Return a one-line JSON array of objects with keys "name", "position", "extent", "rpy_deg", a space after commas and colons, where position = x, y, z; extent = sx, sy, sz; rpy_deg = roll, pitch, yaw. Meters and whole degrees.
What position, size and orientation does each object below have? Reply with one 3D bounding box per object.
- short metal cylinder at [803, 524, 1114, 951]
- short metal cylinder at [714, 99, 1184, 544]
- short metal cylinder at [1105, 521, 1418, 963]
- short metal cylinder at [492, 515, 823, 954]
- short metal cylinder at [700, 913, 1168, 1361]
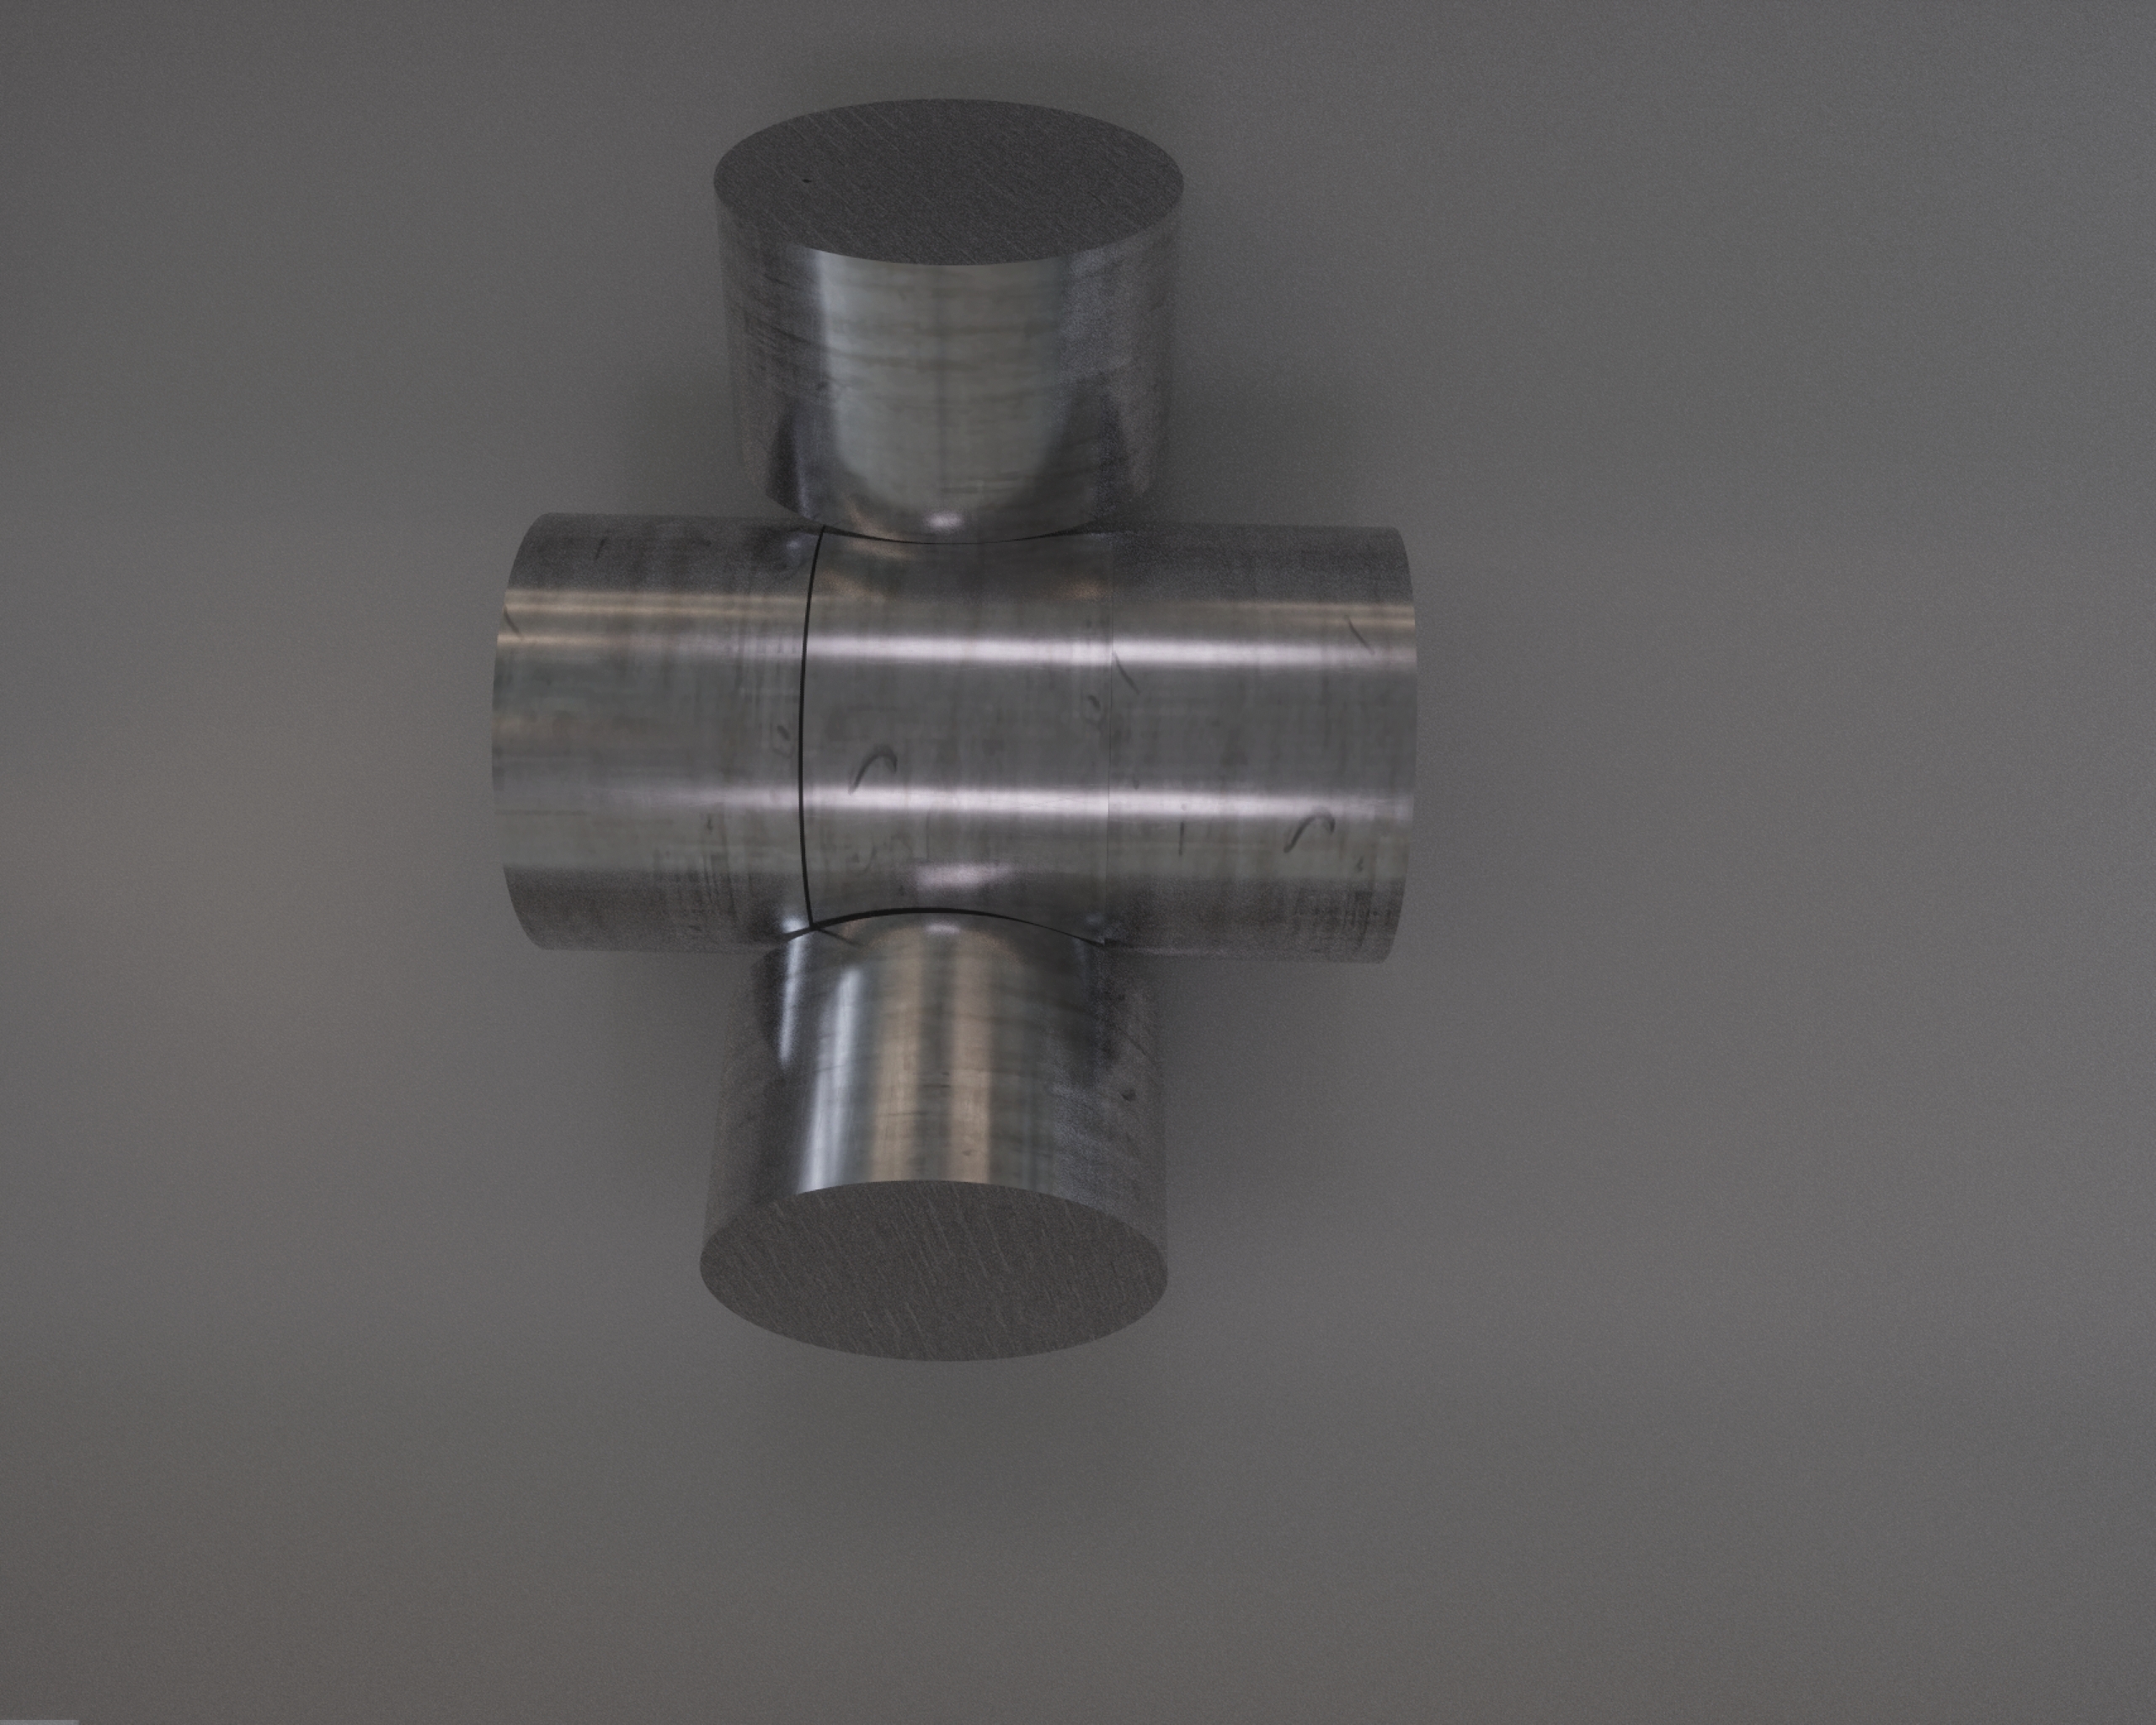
[{"name": "short metal cylinder", "position": [-0.020, -0.023, 0.382], "extent": [0.050, 0.080, 0.080], "rpy_deg": [1, 90, 0]}, {"name": "short metal cylinder", "position": [-0.023, -0.099, 0.375], "extent": [0.081, 0.080, 0.050], "rpy_deg": [2, 128, 0]}, {"name": "short metal cylinder", "position": [0.031, -0.022, 0.383], "extent": [0.050, 0.080, 0.080], "rpy_deg": [1, 90, 0]}, {"name": "short metal cylinder", "position": [-0.071, -0.023, 0.382], "extent": [0.050, 0.080, 0.080], "rpy_deg": [1, 90, 0]}, {"name": "short metal cylinder", "position": [-0.025, 0.051, 0.375], "extent": [0.081, 0.080, 0.050], "rpy_deg": [0, 56, 0]}]
